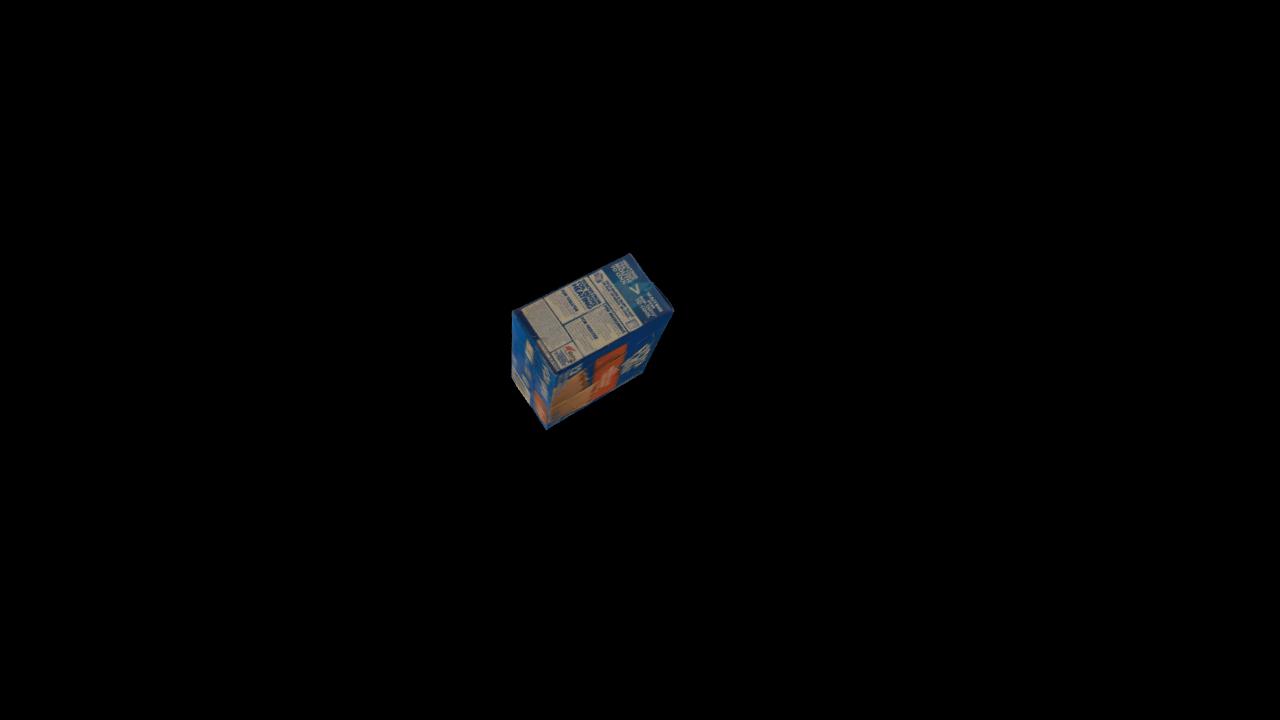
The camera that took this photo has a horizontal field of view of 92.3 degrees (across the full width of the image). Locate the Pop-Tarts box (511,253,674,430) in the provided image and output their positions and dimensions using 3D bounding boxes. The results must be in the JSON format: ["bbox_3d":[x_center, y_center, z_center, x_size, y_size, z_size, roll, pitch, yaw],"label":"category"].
[{"bbox_3d":[-0.058,-0.014,0.662,0.141,0.083,0.167,-30,-14,-22],"label":"Pop-Tarts box"}]
